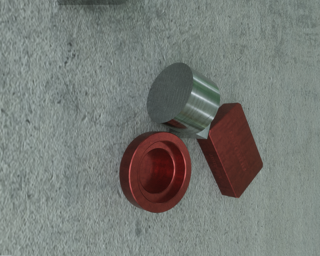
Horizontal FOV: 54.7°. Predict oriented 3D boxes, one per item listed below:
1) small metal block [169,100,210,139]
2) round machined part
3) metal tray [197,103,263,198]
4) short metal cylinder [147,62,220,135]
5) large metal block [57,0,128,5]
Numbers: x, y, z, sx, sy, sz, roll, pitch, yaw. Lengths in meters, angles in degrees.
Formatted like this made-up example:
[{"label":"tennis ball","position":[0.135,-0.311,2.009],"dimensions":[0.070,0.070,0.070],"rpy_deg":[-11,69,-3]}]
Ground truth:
[{"label":"small metal block","position":[0.043,-0.013,0.427],"dimensions":[0.025,0.050,0.050],"rpy_deg":[25,75,-38]},{"label":"round machined part","position":[-0.010,0.053,0.388],"dimensions":[0.099,0.042,0.097],"rpy_deg":[0,90,-40]},{"label":"metal tray","position":[0.115,0.036,0.501],"dimensions":[0.091,0.030,0.129],"rpy_deg":[-40,115,-33]},{"label":"short metal cylinder","position":[0.029,-0.036,0.395],"dimensions":[0.050,0.080,0.080],"rpy_deg":[23,75,-38]},{"label":"large metal block","position":[-0.071,-0.180,0.330],"dimensions":[0.081,0.050,0.079],"rpy_deg":[-19,102,-39]}]
